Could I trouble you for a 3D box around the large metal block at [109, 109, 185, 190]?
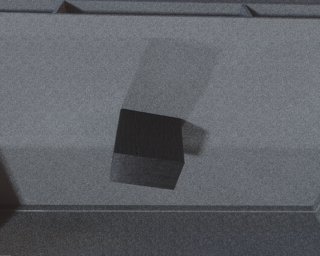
[{"bbox_3d":[-0.017,0.026,0.392,0.081,0.080,0.050,9,129,-8],"label":"large metal block"}]
